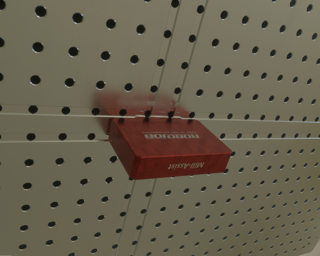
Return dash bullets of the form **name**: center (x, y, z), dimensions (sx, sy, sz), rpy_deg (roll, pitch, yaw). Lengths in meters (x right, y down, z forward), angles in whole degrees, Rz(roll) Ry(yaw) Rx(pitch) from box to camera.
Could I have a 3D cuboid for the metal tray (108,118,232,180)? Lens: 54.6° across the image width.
- **metal tray**: center (0.012, 0.022, 0.388), dimensions (0.131, 0.090, 0.030), rpy_deg (0, 119, -28)
